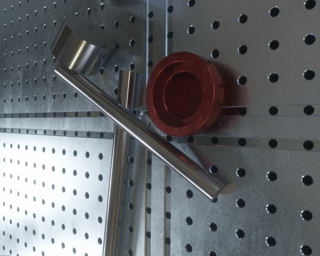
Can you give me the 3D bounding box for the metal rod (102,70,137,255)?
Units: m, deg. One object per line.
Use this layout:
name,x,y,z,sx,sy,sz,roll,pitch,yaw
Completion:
metal rod,-0.062,0.066,0.460,0.025,0.025,0.298,10,97,39

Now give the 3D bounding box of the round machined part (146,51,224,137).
round machined part,0.033,-0.039,0.371,0.098,0.042,0.097,0,90,40

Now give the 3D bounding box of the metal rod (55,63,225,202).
metal rod,-0.042,-0.008,0.416,0.300,0.025,0.025,37,113,24

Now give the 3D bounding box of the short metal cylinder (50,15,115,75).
short metal cylinder,-0.117,-0.125,0.470,0.050,0.081,0.080,-51,60,28

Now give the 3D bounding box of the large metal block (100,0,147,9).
large metal block,-0.063,-0.220,0.425,0.050,0.081,0.079,4,93,40
